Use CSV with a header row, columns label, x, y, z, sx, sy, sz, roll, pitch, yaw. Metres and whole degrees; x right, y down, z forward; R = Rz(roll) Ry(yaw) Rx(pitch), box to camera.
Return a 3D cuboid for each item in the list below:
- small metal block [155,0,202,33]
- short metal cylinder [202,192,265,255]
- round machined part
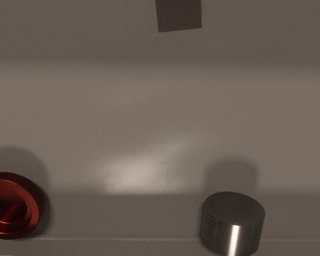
label,x,y,z,sx,sy,sz,roll,pitch,yaw
small metal block,0.021,-0.140,0.360,0.050,0.025,0.050,-6,110,2
short metal cylinder,0.101,0.132,0.432,0.081,0.080,0.050,3,110,-2
round machined part,-0.213,0.105,0.438,0.099,0.042,0.097,0,110,-1
